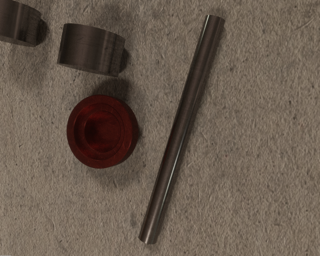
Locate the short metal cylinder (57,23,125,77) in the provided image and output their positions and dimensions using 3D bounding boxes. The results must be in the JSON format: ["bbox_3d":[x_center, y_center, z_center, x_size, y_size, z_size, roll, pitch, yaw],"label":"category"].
[{"bbox_3d":[-0.091,-0.101,0.410,0.080,0.080,0.050,13,95,19],"label":"short metal cylinder"}]

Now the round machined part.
[{"bbox_3d":[-0.074,0.004,0.425,0.098,0.042,0.097,0,90,19],"label":"round machined part"}]

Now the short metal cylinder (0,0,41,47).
[{"bbox_3d":[-0.222,-0.155,0.456,0.080,0.080,0.050,12,94,19],"label":"short metal cylinder"}]

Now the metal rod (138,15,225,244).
[{"bbox_3d":[0.026,0.007,0.399,0.025,0.025,0.298,19,96,18],"label":"metal rod"}]
